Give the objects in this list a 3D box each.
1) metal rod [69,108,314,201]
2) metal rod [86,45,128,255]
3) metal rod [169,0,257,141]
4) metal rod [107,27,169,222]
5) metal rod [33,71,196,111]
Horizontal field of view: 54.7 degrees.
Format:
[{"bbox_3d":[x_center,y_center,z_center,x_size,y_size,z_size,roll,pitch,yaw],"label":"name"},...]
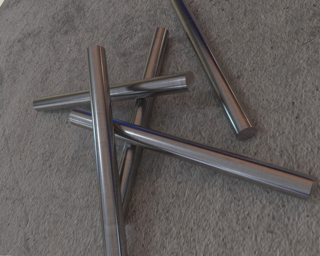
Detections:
[{"bbox_3d":[0.014,0.021,0.360,0.300,0.025,0.025,16,70,26],"label":"metal rod"},{"bbox_3d":[-0.062,0.040,0.360,0.025,0.025,0.299,-15,71,20],"label":"metal rod"},{"bbox_3d":[0.062,-0.108,0.437,0.025,0.025,0.299,-26,52,12],"label":"metal rod"},{"bbox_3d":[-0.026,-0.021,0.430,0.025,0.025,0.300,-2,61,27],"label":"metal rod"},{"bbox_3d":[-0.087,-0.048,0.455,0.300,0.025,0.025,-4,60,34],"label":"metal rod"}]
